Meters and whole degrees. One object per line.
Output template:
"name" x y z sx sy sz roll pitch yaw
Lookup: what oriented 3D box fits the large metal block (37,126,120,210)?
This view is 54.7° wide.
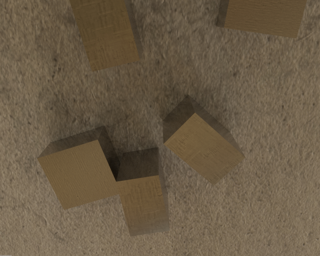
"large metal block" -0.101 0.052 0.414 0.080 0.050 0.080 -17 110 6

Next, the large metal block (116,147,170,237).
"large metal block" -0.020 0.081 0.410 0.050 0.080 0.079 -9 110 3

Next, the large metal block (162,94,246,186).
"large metal block" 0.050 0.012 0.386 0.080 0.080 0.050 40 105 -14

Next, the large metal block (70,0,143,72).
"large metal block" -0.054 -0.113 0.338 0.050 0.080 0.080 -13 110 4

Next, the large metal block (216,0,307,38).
"large metal block" 0.114 -0.148 0.344 0.081 0.050 0.079 7 110 -3
